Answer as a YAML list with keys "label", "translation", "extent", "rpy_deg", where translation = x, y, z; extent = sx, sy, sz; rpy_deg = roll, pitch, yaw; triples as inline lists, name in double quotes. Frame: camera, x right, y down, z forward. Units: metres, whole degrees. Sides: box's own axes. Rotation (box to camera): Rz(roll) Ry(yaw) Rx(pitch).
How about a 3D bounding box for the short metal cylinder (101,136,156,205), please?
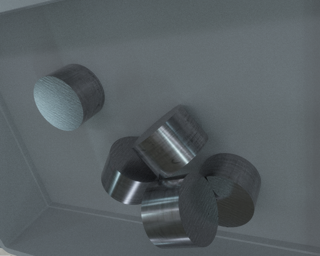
- label: "short metal cylinder"
  translation: [-0.035, 0.057, 0.426]
  extent: [0.080, 0.080, 0.050]
  rpy_deg: [31, 128, 7]

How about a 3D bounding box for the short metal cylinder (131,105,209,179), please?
- label: "short metal cylinder"
  translation: [0.011, 0.016, 0.376]
  extent: [0.050, 0.080, 0.080]
  rpy_deg: [49, 128, -7]

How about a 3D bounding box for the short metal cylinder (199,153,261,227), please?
- label: "short metal cylinder"
  translation: [0.084, 0.079, 0.396]
  extent: [0.080, 0.050, 0.079]
  rpy_deg: [13, 124, 20]

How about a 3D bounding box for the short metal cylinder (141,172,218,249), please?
- label: "short metal cylinder"
  translation: [0.024, 0.095, 0.353]
  extent: [0.050, 0.080, 0.080]
  rpy_deg: [-18, 109, 35]

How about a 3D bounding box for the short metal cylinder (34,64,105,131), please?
- label: "short metal cylinder"
  translation: [-0.125, -0.043, 0.430]
  extent: [0.080, 0.050, 0.079]
  rpy_deg: [13, 124, 20]
